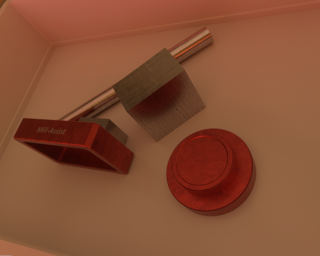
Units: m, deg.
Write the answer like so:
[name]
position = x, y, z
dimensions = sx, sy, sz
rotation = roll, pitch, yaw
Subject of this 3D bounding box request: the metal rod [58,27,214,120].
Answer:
[metal rod]
position = -0.056, -0.060, 0.470
dimensions = 0.300, 0.025, 0.025
rotation = -31, 52, 7

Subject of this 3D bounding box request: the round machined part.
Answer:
[round machined part]
position = 0.052, 0.043, 0.341
dimensions = 0.098, 0.042, 0.098
rotation = -13, 56, 20

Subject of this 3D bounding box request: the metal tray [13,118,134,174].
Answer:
[metal tray]
position = -0.112, 0.024, 0.405
dimensions = 0.130, 0.090, 0.030
rotation = 4, 64, 29

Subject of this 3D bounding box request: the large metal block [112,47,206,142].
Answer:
[large metal block]
position = 0.001, -0.039, 0.393
dimensions = 0.080, 0.080, 0.050
rotation = -36, 52, 4

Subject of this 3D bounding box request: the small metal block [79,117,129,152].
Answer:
[small metal block]
position = -0.080, 0.009, 0.424
dimensions = 0.050, 0.050, 0.025
rotation = 4, 64, 30
